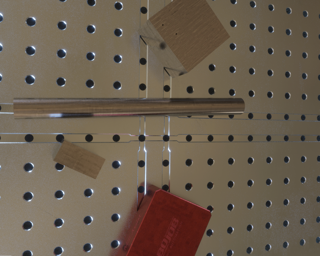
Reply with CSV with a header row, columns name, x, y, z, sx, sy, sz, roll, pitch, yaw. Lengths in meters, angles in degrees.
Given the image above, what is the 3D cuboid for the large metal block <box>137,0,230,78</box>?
name,x,y,z,sx,sy,sz,roll,pitch,yaw
large metal block,0.031,-0.125,0.412,0.080,0.050,0.080,-42,104,-15

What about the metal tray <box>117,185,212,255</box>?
name,x,y,z,sx,sy,sz,roll,pitch,yaw
metal tray,0.002,0.153,0.412,0.090,0.030,0.130,28,81,-18

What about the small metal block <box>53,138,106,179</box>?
name,x,y,z,sx,sy,sz,roll,pitch,yaw
small metal block,-0.097,0.035,0.364,0.050,0.050,0.025,28,81,-18

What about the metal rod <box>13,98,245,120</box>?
name,x,y,z,sx,sy,sz,roll,pitch,yaw
metal rod,-0.024,-0.027,0.404,0.303,0.025,0.025,-2,91,-21
